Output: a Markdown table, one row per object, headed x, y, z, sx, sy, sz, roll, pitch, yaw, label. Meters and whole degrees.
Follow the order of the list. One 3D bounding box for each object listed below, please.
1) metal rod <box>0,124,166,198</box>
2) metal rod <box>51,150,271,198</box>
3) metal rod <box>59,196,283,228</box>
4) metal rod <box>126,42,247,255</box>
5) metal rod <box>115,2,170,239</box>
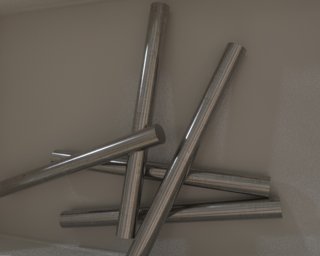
| x | y | z | sx | sy | sz | roll | pitch | yaw | label |
| --- | --- | --- | --- | --- | --- | --- | --- | --- | --- |
| -0.129 | 0.053 | 0.426 | 0.300 | 0.025 | 0.025 | -20 | 84 | 24 | metal rod |
| -0.013 | 0.057 | 0.412 | 0.301 | 0.025 | 0.025 | 5 | 92 | 19 | metal rod |
| 0.000 | 0.113 | 0.408 | 0.301 | 0.025 | 0.025 | -9 | 87 | 19 | metal rod |
| 0.029 | 0.037 | 0.377 | 0.025 | 0.025 | 0.299 | 26 | 90 | 18 | metal rod |
| -0.021 | -0.013 | 0.397 | 0.025 | 0.025 | 0.298 | 7 | 86 | 19 | metal rod |
